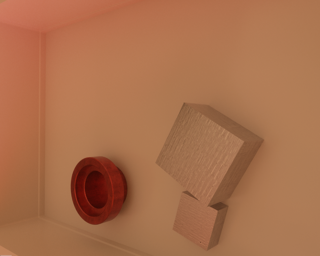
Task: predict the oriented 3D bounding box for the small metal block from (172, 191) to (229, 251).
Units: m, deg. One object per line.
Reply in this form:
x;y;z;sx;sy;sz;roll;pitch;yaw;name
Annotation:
0.047;0.107;0.366;0.050;0.025;0.050;21;103;37;small metal block

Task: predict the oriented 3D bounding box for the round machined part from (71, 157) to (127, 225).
-0.088;0.091;0.465;0.098;0.042;0.097;0;90;39;round machined part

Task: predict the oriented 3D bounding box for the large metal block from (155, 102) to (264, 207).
0.053;0.027;0.345;0.080;0.050;0.079;37;113;33;large metal block
